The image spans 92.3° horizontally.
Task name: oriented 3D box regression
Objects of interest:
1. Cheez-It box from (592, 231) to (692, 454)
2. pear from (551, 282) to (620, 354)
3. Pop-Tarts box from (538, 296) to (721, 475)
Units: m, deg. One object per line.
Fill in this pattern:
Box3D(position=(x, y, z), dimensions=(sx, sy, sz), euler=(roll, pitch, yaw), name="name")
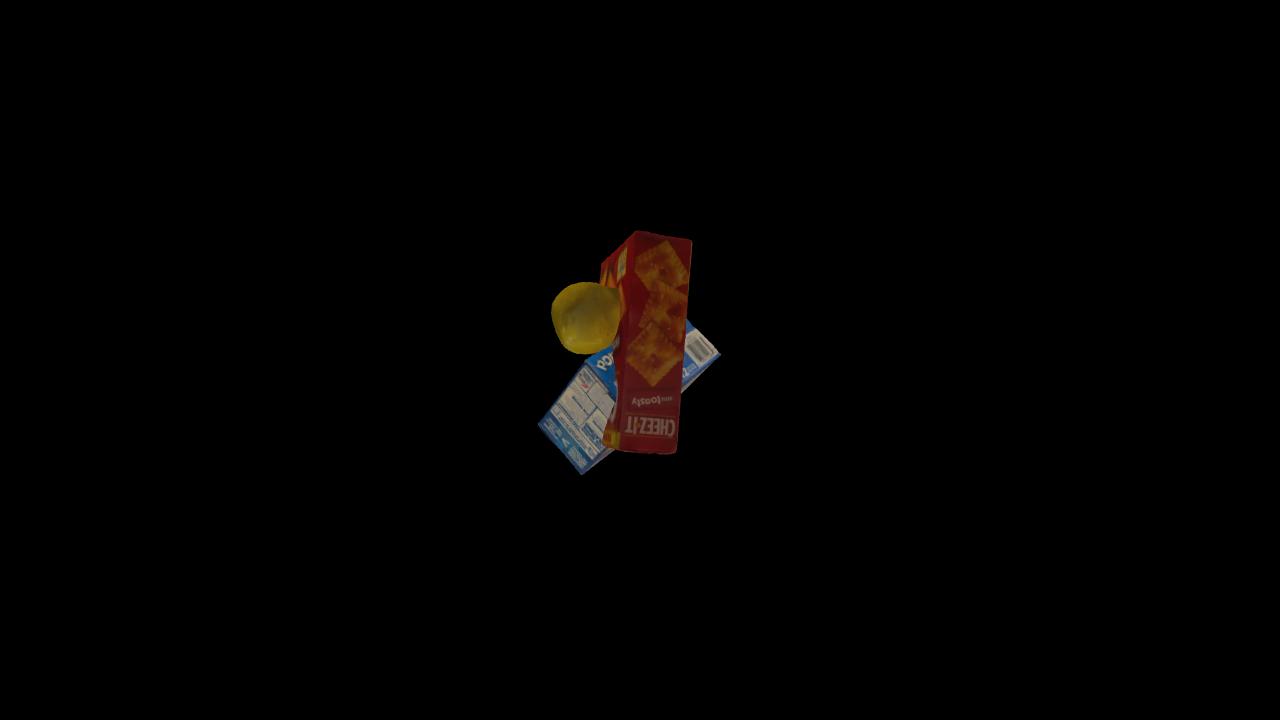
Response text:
Box3D(position=(-0.007, -0.013, 0.684), dimensions=(0.071, 0.223, 0.166), euler=(6, -5, -16), name="Cheez-It box")
Box3D(position=(-0.035, -0.050, 0.647), dimensions=(0.111, 0.080, 0.080), euler=(-21, 4, -12), name="pear")
Box3D(position=(-0.012, 0.034, 0.713), dimensions=(0.167, 0.083, 0.141), euler=(-32, -13, -44), name="Pop-Tarts box")
